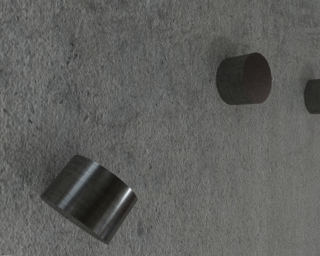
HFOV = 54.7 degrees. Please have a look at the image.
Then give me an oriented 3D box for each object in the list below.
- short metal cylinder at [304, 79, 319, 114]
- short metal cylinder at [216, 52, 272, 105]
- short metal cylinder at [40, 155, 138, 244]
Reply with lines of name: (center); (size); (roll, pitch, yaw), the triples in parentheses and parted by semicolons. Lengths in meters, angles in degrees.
short metal cylinder: (0.368, -0.072, 0.696); (0.081, 0.050, 0.080); (0, 90, -40)
short metal cylinder: (0.137, -0.078, 0.503); (0.081, 0.050, 0.080); (0, 90, -40)
short metal cylinder: (-0.070, 0.072, 0.310); (0.080, 0.080, 0.050); (50, 61, -28)
